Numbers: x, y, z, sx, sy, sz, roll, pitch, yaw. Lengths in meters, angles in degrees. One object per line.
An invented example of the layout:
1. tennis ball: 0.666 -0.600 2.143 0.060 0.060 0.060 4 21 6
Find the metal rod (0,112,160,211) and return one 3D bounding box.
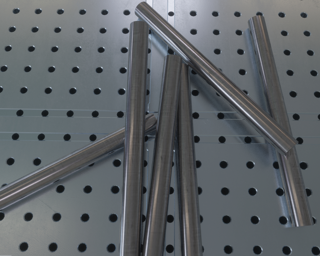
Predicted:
1. metal rod: -0.138 0.058 0.389 0.301 0.025 0.025 -27 72 -10

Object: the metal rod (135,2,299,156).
1. metal rod: 0.065 -0.079 0.427 0.025 0.025 0.300 -37 69 -12

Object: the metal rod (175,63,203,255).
1. metal rod: 0.034 0.054 0.392 0.025 0.025 0.299 -2 70 -1

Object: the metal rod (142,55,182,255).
1. metal rod: 0.002 0.050 0.381 0.025 0.025 0.299 6 75 2

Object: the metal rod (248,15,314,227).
1. metal rod: 0.158 -0.023 0.421 0.025 0.025 0.299 -4 70 -2

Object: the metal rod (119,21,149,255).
1. metal rod: -0.031 0.011 0.382 0.025 0.025 0.299 2 79 0
